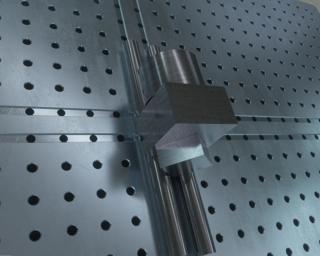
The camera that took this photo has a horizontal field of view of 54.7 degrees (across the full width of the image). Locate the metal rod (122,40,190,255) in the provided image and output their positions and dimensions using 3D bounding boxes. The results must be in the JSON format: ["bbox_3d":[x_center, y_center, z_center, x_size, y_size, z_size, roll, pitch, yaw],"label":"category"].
[{"bbox_3d":[-0.012,0.008,0.399,0.025,0.025,0.299,1,61,-28],"label":"metal rod"}]

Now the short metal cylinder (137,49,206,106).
[{"bbox_3d":[0.016,-0.052,0.387,0.081,0.080,0.050,1,62,-28],"label":"short metal cylinder"}]

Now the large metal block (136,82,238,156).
[{"bbox_3d":[0.028,-0.008,0.363,0.081,0.080,0.050,0,62,-29],"label":"large metal block"}]

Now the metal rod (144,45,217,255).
[{"bbox_3d":[0.020,0.012,0.415,0.025,0.025,0.299,1,61,-28],"label":"metal rod"}]

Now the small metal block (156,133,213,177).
[{"bbox_3d":[0.029,0.033,0.360,0.050,0.050,0.025,46,27,-62],"label":"small metal block"}]
